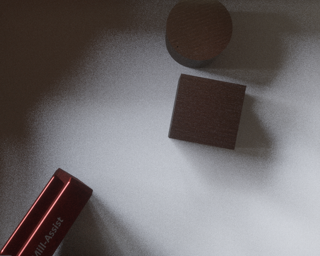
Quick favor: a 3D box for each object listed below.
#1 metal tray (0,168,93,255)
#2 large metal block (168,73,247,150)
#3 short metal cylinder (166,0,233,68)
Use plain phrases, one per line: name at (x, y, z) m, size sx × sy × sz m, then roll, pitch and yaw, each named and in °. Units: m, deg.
metal tray at (-0.137, 0.114, 0.360) m, size 0.030 × 0.090 × 0.130 m, roll 38°, pitch 74°, yaw -22°
large metal block at (0.058, -0.020, 0.400) m, size 0.080 × 0.050 × 0.080 m, roll 11°, pitch 90°, yaw -1°
short metal cylinder at (0.048, -0.122, 0.400) m, size 0.081 × 0.050 × 0.079 m, roll 0°, pitch 90°, yaw -1°
